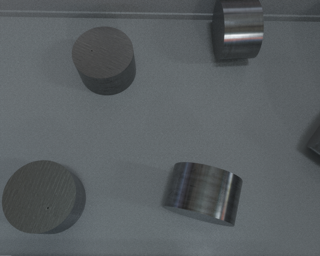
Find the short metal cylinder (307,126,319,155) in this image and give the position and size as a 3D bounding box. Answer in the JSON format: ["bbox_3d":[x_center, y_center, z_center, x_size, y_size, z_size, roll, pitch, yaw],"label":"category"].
[{"bbox_3d":[0.230,0.008,0.380,0.050,0.080,0.080,39,74,12],"label":"short metal cylinder"}]

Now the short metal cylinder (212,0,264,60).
[{"bbox_3d":[0.106,-0.137,0.432,0.050,0.080,0.080,-3,70,-2],"label":"short metal cylinder"}]

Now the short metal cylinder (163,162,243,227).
[{"bbox_3d":[0.049,0.076,0.353,0.080,0.080,0.050,15,71,5],"label":"short metal cylinder"}]

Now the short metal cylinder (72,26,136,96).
[{"bbox_3d":[-0.075,-0.092,0.429,0.081,0.050,0.080,0,70,0],"label":"short metal cylinder"}]

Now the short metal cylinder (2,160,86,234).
[{"bbox_3d":[-0.133,0.083,0.365,0.081,0.050,0.080,0,70,0],"label":"short metal cylinder"}]
